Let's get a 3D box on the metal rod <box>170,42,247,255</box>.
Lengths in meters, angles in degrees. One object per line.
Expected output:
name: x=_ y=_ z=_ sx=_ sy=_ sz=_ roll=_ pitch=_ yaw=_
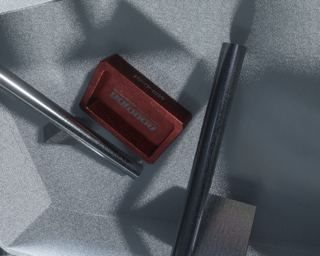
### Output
metal rod: x=0.046 y=0.057 z=0.348 sx=0.025 sy=0.025 sz=0.298 roll=16 pitch=103 yaw=18

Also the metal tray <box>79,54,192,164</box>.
metal tray: x=-0.035 y=-0.022 z=0.408 sx=0.130 sy=0.030 sz=0.089 roll=39 pitch=129 yaw=1

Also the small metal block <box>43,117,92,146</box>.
small metal block: x=-0.138 y=0.004 z=0.462 sx=0.050 sy=0.050 sz=0.025 roll=-28 pitch=64 yaw=37

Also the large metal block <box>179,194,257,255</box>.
large metal block: x=0.076 y=0.136 z=0.407 sx=0.080 sy=0.080 sz=0.050 roll=12 pitch=156 yaw=21

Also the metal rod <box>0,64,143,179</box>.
metal rod: x=-0.143 y=-0.020 z=0.412 sx=0.301 sy=0.025 sz=0.025 roll=38 pitch=131 yaw=-22
